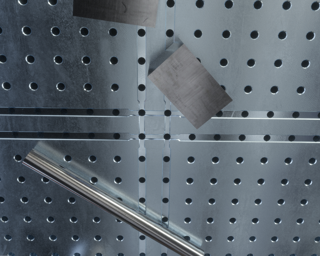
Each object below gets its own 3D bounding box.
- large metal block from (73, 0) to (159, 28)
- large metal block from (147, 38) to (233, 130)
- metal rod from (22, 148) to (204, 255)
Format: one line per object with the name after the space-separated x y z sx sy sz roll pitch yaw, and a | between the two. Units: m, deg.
-0.041 -0.141 0.332 0.081 0.080 0.050 7 110 -3 | large metal block
0.032 -0.055 0.364 0.050 0.080 0.080 -41 106 13 | large metal block
-0.060 0.121 0.457 0.301 0.025 0.025 34 106 -12 | metal rod
